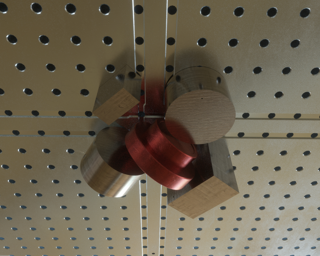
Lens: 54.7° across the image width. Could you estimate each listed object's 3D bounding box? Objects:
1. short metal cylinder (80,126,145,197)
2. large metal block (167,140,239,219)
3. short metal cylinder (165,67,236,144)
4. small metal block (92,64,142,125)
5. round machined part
[{"bbox_3d":[-0.058,0.044,0.412,0.080,0.080,0.050,25,126,-20],"label":"short metal cylinder"},{"bbox_3d":[0.056,0.067,0.434,0.050,0.080,0.080,36,121,-27],"label":"large metal block"},{"bbox_3d":[0.046,-0.026,0.373,0.081,0.050,0.079,0,130,0],"label":"short metal cylinder"},{"bbox_3d":[-0.049,-0.039,0.361,0.050,0.050,0.025,-34,122,25],"label":"small metal block"},{"bbox_3d":[0.008,0.025,0.386,0.098,0.098,0.042,34,110,-26],"label":"round machined part"}]
